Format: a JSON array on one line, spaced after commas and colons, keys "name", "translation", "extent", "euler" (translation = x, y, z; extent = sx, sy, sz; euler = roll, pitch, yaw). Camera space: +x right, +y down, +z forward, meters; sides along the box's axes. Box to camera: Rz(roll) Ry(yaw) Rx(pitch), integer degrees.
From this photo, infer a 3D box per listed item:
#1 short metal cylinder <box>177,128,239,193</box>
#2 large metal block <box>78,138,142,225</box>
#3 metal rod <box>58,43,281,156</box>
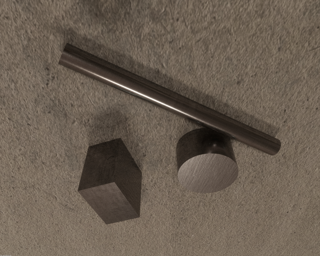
[{"name": "short metal cylinder", "translation": [0.064, 0.046, 0.431], "extent": [0.081, 0.050, 0.079], "euler": [0, 130, 0]}, {"name": "large metal block", "translation": [-0.065, 0.074, 0.434], "extent": [0.050, 0.080, 0.080], "euler": [-16, 129, 12]}, {"name": "metal rod", "translation": [0.027, -0.027, 0.384], "extent": [0.302, 0.025, 0.025], "euler": [22, 127, -19]}]
